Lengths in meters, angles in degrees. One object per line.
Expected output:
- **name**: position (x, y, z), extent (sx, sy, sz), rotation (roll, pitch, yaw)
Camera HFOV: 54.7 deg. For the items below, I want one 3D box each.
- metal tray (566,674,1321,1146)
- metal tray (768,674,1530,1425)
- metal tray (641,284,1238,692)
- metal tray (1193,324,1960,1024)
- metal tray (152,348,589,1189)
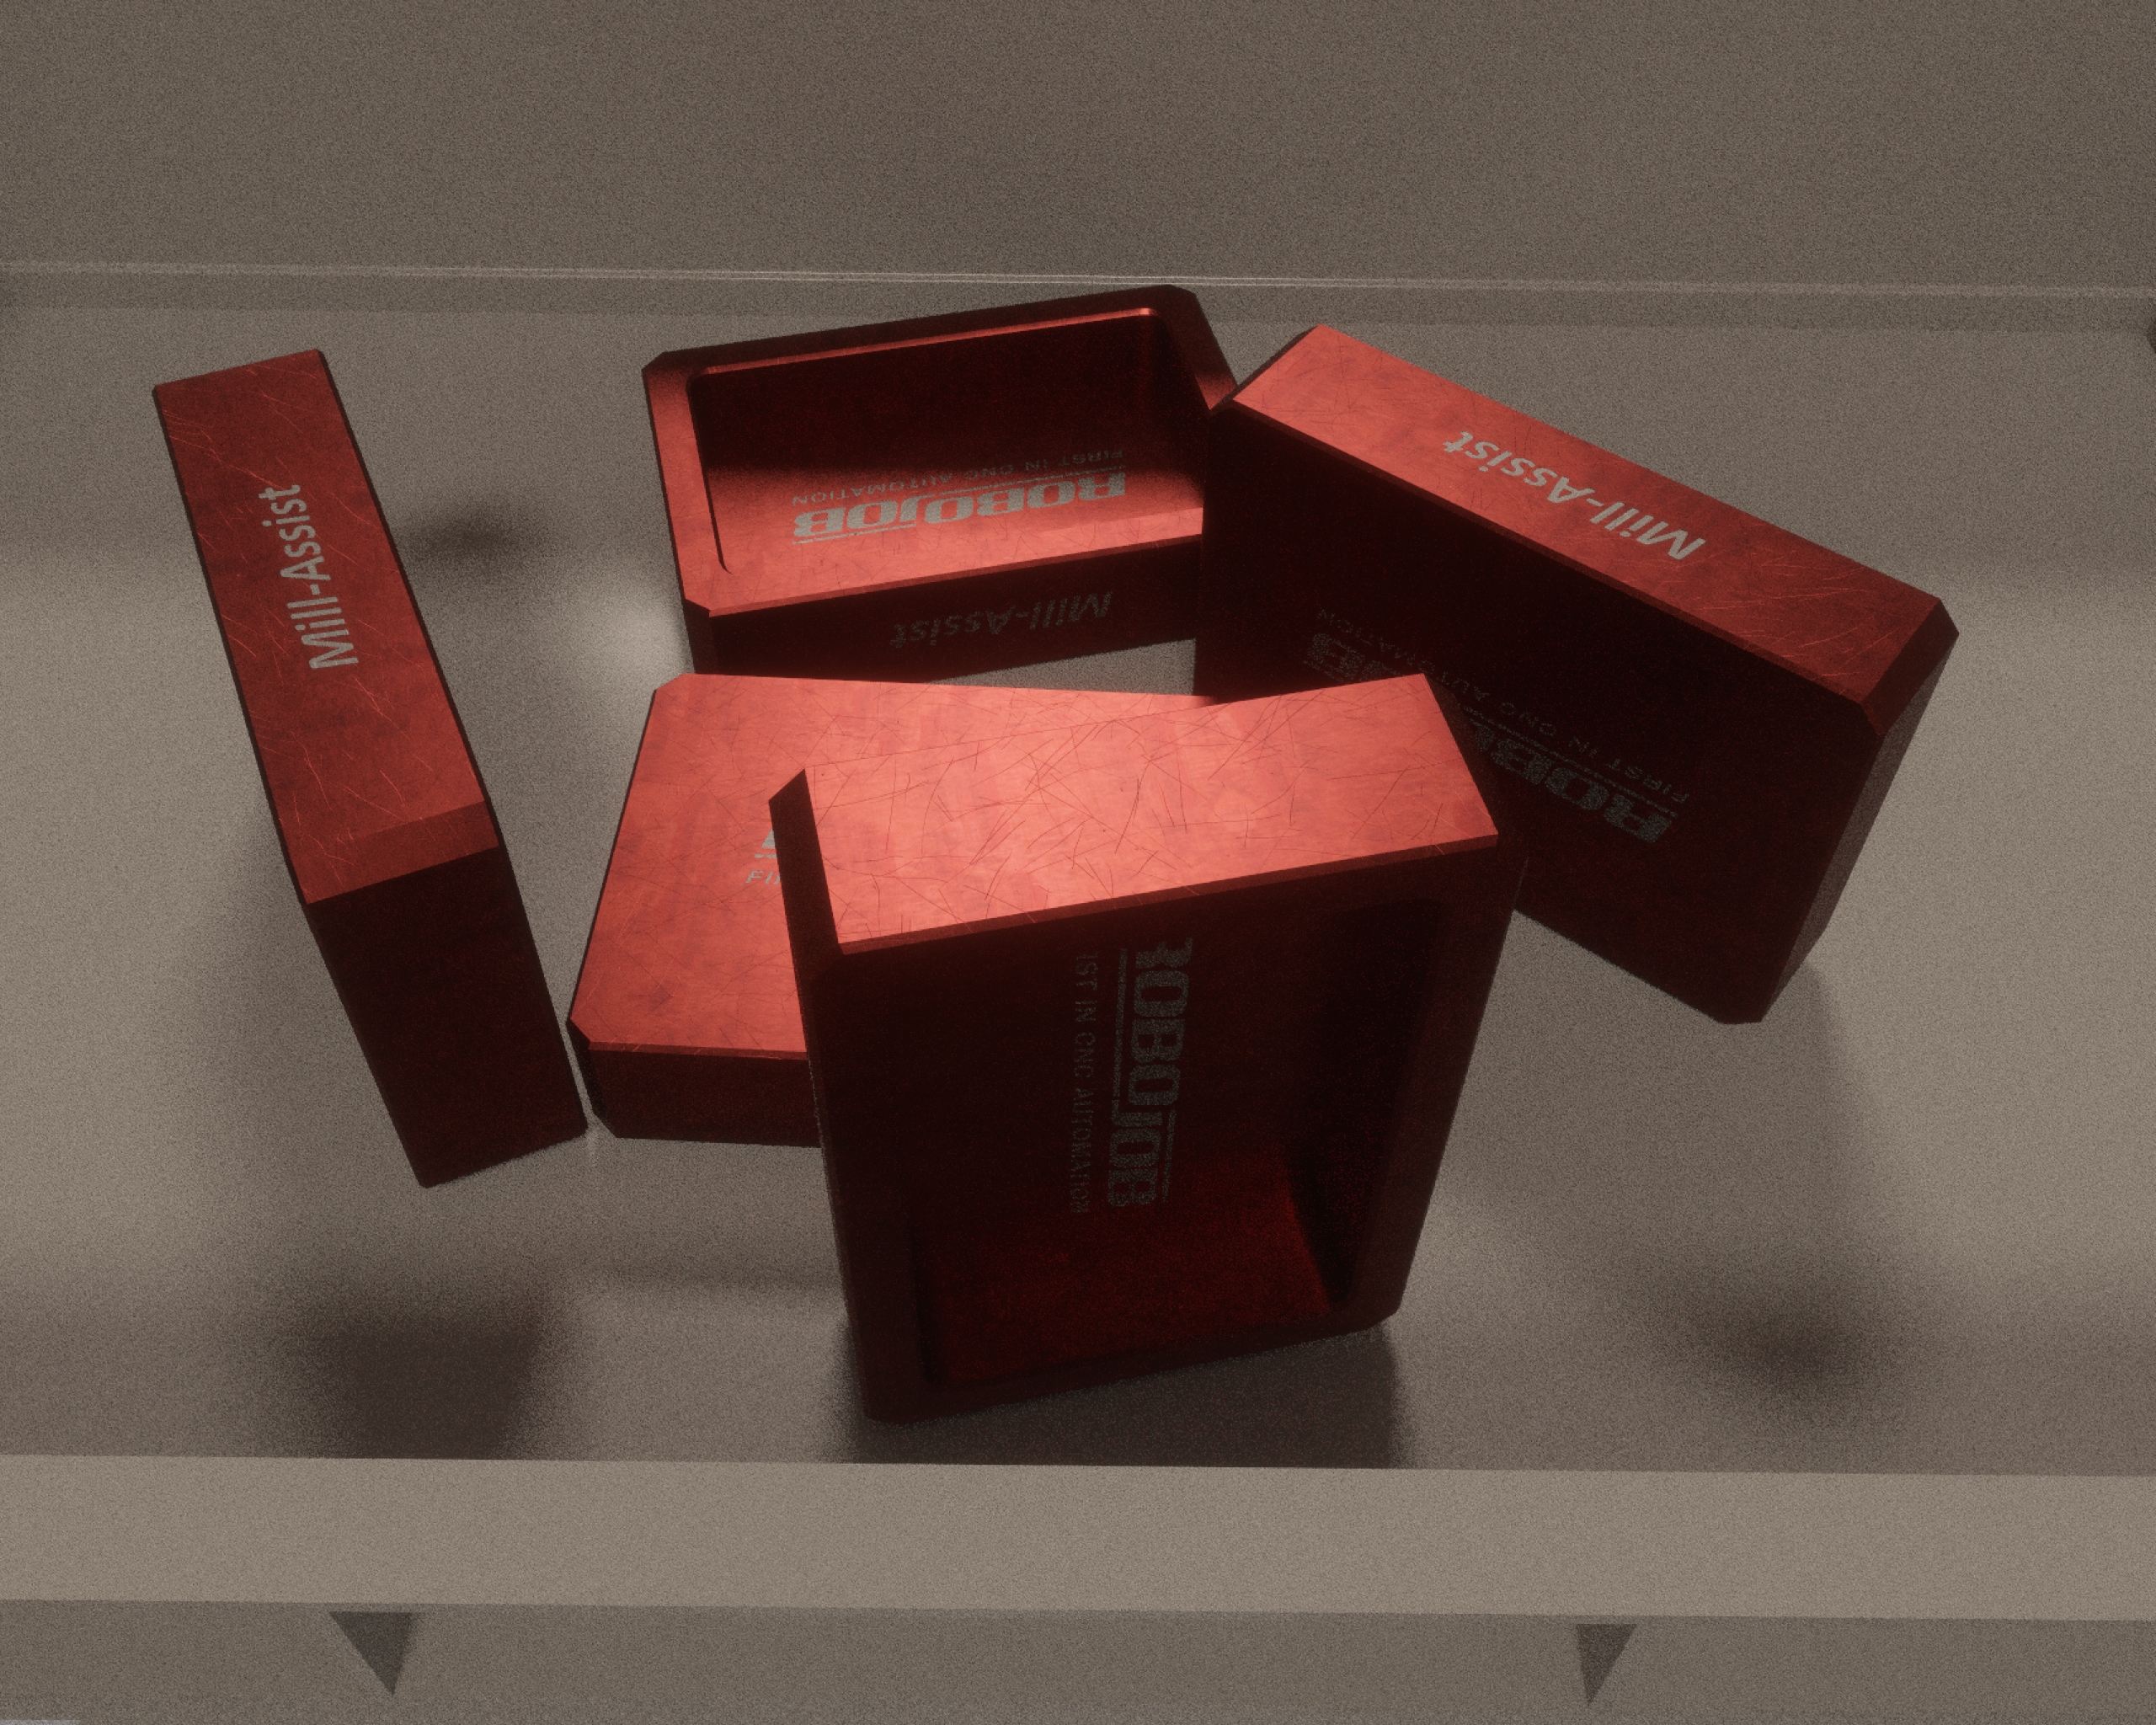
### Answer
- **metal tray**: position (-0.020, 0.009, 0.390), extent (0.131, 0.030, 0.090), rotation (3, 50, 2)
- **metal tray**: position (0.008, 0.033, 0.305), extent (0.091, 0.129, 0.030), rotation (-9, 51, -9)
- **metal tray**: position (-0.026, -0.085, 0.470), extent (0.131, 0.030, 0.090), rotation (-10, 51, -9)
- **metal tray**: position (0.084, -0.034, 0.390), extent (0.130, 0.089, 0.030), rotation (31, 57, 23)
- **metal tray**: position (-0.127, -0.018, 0.374), extent (0.030, 0.089, 0.130), rotation (-19, 53, -16)
